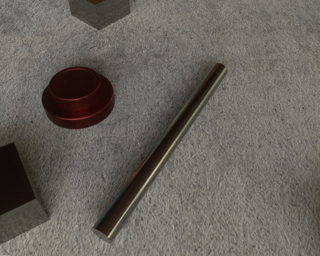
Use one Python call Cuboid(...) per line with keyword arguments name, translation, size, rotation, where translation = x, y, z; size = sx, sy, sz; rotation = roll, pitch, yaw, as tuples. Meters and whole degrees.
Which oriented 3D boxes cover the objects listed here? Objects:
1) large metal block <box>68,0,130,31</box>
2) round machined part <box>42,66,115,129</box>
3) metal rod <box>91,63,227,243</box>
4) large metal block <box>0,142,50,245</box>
Cuboid(name="large metal block", translation=(-0.115, -0.238, 0.585), size=(0.080, 0.050, 0.080), rotation=(34, 58, 25))
Cuboid(name="round machined part", translation=(-0.115, -0.049, 0.432), size=(0.099, 0.042, 0.098), rotation=(0, 50, 0))
Cuboid(name="metal rod", translation=(0.017, 0.009, 0.395), size=(0.025, 0.025, 0.301), rotation=(24, 54, 18))
Cuboid(name="large metal block", translation=(-0.174, 0.073, 0.323), size=(0.081, 0.050, 0.080), rotation=(-25, 55, -20))
